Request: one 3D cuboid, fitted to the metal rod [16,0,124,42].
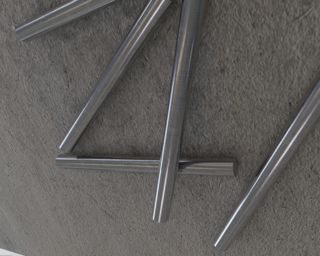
[{"bbox_3d":[-0.060,-0.149,0.346,0.300,0.025,0.025,-9,114,32],"label":"metal rod"}]

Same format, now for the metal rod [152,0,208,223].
[{"bbox_3d":[0.018,-0.006,0.371,0.025,0.025,0.298,17,119,18],"label":"metal rod"}]

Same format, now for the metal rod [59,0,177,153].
[{"bbox_3d":[-0.073,-0.054,0.411,0.025,0.025,0.298,42,129,-1],"label":"metal rod"}]

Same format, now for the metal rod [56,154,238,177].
[{"bbox_3d":[-0.037,0.053,0.458,0.300,0.025,0.025,-2,118,29],"label":"metal rod"}]

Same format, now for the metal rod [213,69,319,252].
[{"bbox_3d":[0.128,0.060,0.376,0.025,0.025,0.298,26,128,12],"label":"metal rod"}]
